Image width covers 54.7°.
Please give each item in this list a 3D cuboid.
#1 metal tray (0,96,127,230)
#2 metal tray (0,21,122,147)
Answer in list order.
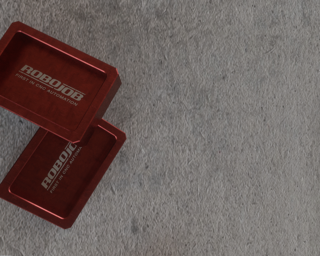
[{"bbox_3d":[-0.112,0.039,0.364,0.090,0.030,0.130,34,79,-17],"label":"metal tray"},{"bbox_3d":[-0.120,-0.047,0.335,0.130,0.030,0.090,26,79,5],"label":"metal tray"}]
